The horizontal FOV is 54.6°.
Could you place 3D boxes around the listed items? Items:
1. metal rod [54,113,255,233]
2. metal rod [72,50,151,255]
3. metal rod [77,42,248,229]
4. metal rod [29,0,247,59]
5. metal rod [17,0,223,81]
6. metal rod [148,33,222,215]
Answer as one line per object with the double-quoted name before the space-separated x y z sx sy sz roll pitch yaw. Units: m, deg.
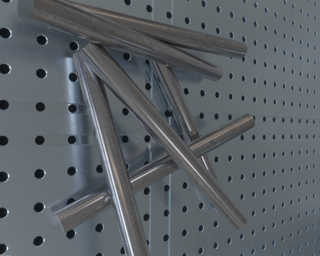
"metal rod" 0.015 0.044 0.396 0.302 0.025 0.025 -25 106 -30
"metal rod" -0.043 0.062 0.332 0.025 0.025 0.299 -13 86 -39
"metal rod" 0.017 0.022 0.367 0.300 0.025 0.025 49 61 -22
"metal rod" 0.003 -0.115 0.376 0.302 0.025 0.025 -1 91 -38
"metal rod" -0.009 -0.090 0.355 0.302 0.025 0.025 4 88 -51
"metal rod" 0.041 0.002 0.441 0.025 0.025 0.299 -39 114 -33
